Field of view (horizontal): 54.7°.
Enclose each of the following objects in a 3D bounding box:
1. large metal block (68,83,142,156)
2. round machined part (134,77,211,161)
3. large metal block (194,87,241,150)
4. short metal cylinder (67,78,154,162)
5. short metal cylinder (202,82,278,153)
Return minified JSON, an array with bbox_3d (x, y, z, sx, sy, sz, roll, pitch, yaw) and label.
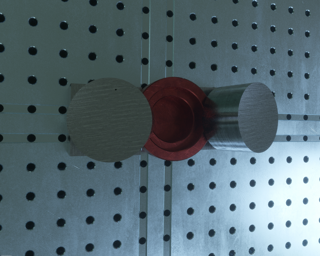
[{"bbox_3d":[-0.068,-0.009,0.374,0.081,0.050,0.080,1,90,-20],"label":"large metal block"},{"bbox_3d":[0.011,-0.011,0.376,0.099,0.042,0.097,0,90,-20],"label":"round machined part"},{"bbox_3d":[0.073,-0.013,0.426,0.081,0.050,0.080,-1,91,-20],"label":"large metal block"},{"bbox_3d":[-0.047,-0.008,0.315,0.080,0.050,0.079,0,91,1],"label":"short metal cylinder"},{"bbox_3d":[0.096,-0.012,0.368,0.081,0.050,0.080,0,90,-40],"label":"short metal cylinder"}]
